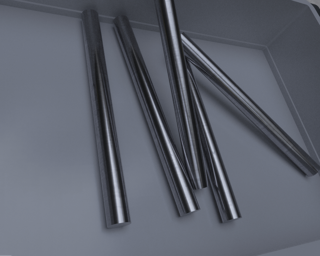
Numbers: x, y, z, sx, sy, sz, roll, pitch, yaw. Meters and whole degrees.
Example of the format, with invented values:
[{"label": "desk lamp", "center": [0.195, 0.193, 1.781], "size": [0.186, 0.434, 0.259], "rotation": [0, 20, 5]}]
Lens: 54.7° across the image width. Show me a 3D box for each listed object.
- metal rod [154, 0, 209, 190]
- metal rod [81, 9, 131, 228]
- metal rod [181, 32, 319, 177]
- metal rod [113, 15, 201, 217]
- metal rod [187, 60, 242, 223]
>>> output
[{"label": "metal rod", "center": [0.021, -0.073, 0.387], "size": [0.025, 0.025, 0.298], "rotation": [-11, 91, -33]}, {"label": "metal rod", "center": [-0.072, -0.031, 0.385], "size": [0.025, 0.025, 0.299], "rotation": [2, 61, -28]}, {"label": "metal rod", "center": [0.136, -0.033, 0.480], "size": [0.300, 0.025, 0.025], "rotation": [43, 51, -6]}, {"label": "metal rod", "center": [-0.012, -0.031, 0.417], "size": [0.025, 0.025, 0.299], "rotation": [-7, 65, -31]}, {"label": "metal rod", "center": [0.055, -0.017, 0.445], "size": [0.025, 0.025, 0.299], "rotation": [0, 62, -28]}]
